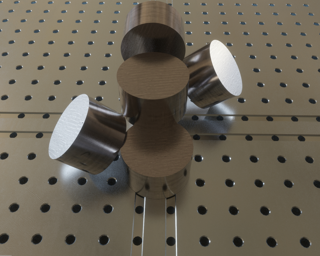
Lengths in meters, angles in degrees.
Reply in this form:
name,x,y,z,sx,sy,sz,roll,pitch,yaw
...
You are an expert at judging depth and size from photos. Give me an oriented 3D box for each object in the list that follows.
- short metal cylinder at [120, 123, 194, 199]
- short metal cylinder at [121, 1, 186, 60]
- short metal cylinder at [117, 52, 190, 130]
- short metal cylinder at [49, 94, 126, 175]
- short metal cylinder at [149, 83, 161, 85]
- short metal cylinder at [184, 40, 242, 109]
name,x,y,z,sx,sy,sz,roll,pitch,yaw
short metal cylinder,-0.003,0.035,0.361,0.081,0.050,0.080,0,51,0
short metal cylinder,-0.008,-0.114,0.401,0.081,0.080,0.050,0,50,0
short metal cylinder,-0.008,-0.044,0.362,0.081,0.050,0.080,0,50,0
short metal cylinder,-0.084,0.008,0.357,0.050,0.080,0.080,31,40,-33
short metal cylinder,-0.006,-0.069,0.449,0.081,0.050,0.080,0,51,0
short metal cylinder,0.070,-0.072,0.424,0.050,0.080,0.080,-22,39,36
